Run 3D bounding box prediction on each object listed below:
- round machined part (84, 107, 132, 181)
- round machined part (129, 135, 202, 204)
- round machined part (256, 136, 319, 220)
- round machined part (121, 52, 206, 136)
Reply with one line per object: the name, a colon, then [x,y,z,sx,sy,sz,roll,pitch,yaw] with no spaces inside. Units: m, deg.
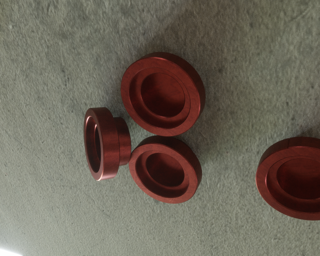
round machined part: [-0.071,0.020,0.423,0.098,0.042,0.097,21,114,61]
round machined part: [0.010,0.051,0.421,0.098,0.042,0.097,13,124,20]
round machined part: [0.160,0.051,0.343,0.098,0.042,0.097,13,124,20]
round machined part: [0.007,-0.042,0.365,0.098,0.042,0.097,13,124,20]
